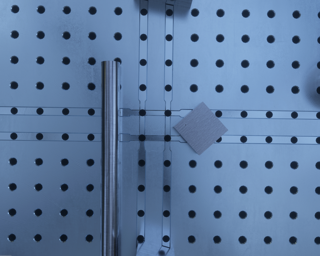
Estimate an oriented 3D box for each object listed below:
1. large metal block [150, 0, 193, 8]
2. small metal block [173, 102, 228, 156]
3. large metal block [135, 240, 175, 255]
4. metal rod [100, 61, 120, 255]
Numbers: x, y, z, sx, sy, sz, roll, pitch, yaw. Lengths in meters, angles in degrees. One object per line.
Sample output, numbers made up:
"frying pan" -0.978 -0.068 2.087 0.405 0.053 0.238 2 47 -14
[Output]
"large metal block" 0.010 -0.212 0.401 0.080 0.050 0.080 11 90 -1
"small metal block" 0.053 0.001 0.414 0.050 0.025 0.050 -41 91 0
"large metal block" -0.016 0.199 0.386 0.050 0.080 0.080 16 90 0
"metal rod" -0.066 0.062 0.412 0.025 0.025 0.298 0 90 -1
